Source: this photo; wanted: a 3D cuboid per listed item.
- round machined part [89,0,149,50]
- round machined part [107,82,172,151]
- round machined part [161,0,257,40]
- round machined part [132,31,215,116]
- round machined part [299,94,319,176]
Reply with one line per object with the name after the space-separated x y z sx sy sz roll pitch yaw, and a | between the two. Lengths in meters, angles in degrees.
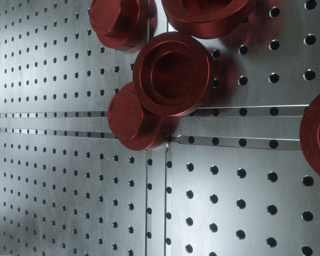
-0.066 -0.166 0.454 0.098 0.042 0.097 0 90 40 | round machined part
-0.035 -0.017 0.428 0.098 0.042 0.097 0 90 40 | round machined part
0.054 -0.136 0.335 0.098 0.042 0.098 -7 62 14 | round machined part
0.019 -0.062 0.375 0.098 0.042 0.097 0 91 27 | round machined part
0.168 0.006 0.260 0.098 0.042 0.097 0 90 40 | round machined part
